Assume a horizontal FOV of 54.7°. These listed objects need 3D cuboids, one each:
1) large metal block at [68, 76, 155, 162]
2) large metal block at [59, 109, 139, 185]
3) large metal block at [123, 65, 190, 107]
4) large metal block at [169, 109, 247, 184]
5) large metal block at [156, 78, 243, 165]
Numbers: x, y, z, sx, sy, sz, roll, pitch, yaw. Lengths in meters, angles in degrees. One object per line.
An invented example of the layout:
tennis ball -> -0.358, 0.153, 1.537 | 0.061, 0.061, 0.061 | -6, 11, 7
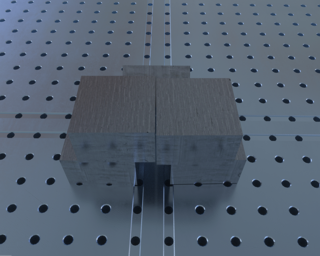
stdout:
large metal block -> -0.045, -0.010, 0.331 | 0.081, 0.050, 0.080 | 0, 50, -1
large metal block -> -0.066, 0.020, 0.374 | 0.081, 0.050, 0.080 | 1, 50, 0
large metal block -> -0.004, -0.056, 0.411 | 0.081, 0.050, 0.080 | 0, 8, 0
large metal block -> 0.052, 0.020, 0.375 | 0.081, 0.050, 0.080 | -1, 50, -1
large metal block -> 0.037, -0.008, 0.331 | 0.081, 0.050, 0.080 | 0, 50, -1
